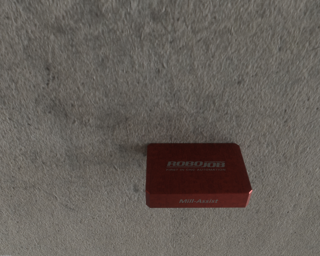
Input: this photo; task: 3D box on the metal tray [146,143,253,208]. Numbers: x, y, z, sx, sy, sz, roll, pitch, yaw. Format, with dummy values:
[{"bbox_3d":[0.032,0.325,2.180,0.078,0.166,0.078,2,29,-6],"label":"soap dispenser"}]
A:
[{"bbox_3d":[0.048,0.061,0.417,0.131,0.090,0.030,0,130,-1],"label":"metal tray"}]
